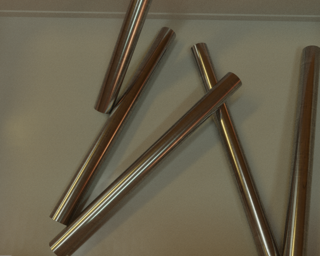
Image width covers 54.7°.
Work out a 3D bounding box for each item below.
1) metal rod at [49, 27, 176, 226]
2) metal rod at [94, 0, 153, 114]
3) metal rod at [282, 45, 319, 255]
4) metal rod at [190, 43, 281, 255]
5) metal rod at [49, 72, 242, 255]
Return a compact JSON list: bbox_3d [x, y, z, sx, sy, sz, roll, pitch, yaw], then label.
[{"bbox_3d":[-0.054,-0.015,0.414,0.025,0.025,0.300,25,72,8],"label":"metal rod"},{"bbox_3d":[-0.023,-0.156,0.379,0.025,0.025,0.298,25,106,8],"label":"metal rod"},{"bbox_3d":[0.183,0.020,0.395,0.025,0.025,0.300,14,67,5],"label":"metal rod"},{"bbox_3d":[0.093,0.019,0.403,0.025,0.025,0.299,-13,71,-5],"label":"metal rod"},{"bbox_3d":[-0.011,0.039,0.380,0.301,0.025,0.025,-43,76,-9],"label":"metal rod"}]
